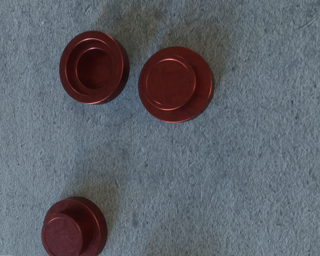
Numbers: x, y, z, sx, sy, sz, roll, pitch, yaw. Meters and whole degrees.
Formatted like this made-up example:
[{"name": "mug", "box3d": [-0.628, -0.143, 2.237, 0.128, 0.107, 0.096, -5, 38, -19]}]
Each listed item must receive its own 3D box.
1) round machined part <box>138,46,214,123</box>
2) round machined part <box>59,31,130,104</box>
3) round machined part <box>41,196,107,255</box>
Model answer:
[{"name": "round machined part", "box3d": [0.017, -0.055, 0.394, 0.098, 0.042, 0.097, 0, 90, 20]}, {"name": "round machined part", "box3d": [-0.086, -0.081, 0.430, 0.098, 0.042, 0.097, 0, 90, 20]}, {"name": "round machined part", "box3d": [-0.129, 0.152, 0.446, 0.098, 0.042, 0.097, 0, 90, 20]}]
